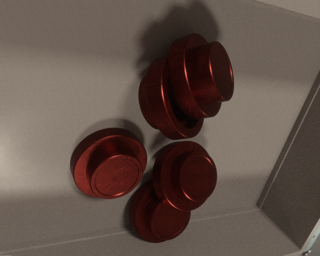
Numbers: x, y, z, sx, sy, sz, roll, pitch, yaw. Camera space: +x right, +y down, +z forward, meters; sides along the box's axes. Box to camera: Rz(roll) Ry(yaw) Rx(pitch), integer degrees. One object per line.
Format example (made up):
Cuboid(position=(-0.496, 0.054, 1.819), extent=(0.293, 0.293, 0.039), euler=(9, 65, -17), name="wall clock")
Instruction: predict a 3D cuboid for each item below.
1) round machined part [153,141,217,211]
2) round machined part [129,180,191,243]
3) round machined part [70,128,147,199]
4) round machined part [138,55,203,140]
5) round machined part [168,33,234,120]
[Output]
Cuboid(position=(0.042, 0.067, 0.434), extent=(0.099, 0.042, 0.097), euler=(4, 83, -36), name="round machined part")
Cuboid(position=(0.007, 0.127, 0.464), extent=(0.099, 0.042, 0.097), euler=(-7, 104, -29), name="round machined part")
Cuboid(position=(-0.061, 0.052, 0.398), extent=(0.099, 0.042, 0.097), euler=(-14, 125, -21), name="round machined part")
Cuboid(position=(0.011, -0.034, 0.362), extent=(0.098, 0.042, 0.098), euler=(20, 65, -53), name="round machined part")
Cuboid(position=(0.053, -0.061, 0.355), extent=(0.098, 0.042, 0.098), euler=(21, 65, -53), name="round machined part")
